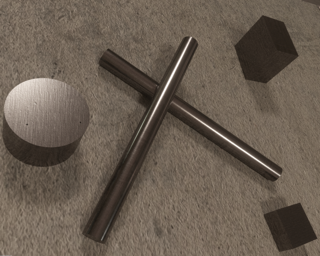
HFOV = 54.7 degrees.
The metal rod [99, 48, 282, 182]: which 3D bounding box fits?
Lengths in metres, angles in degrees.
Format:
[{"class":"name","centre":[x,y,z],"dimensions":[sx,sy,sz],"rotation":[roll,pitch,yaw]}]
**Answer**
[{"class":"metal rod","centre":[0.047,-0.015,0.440],"dimensions":[0.301,0.025,0.025],"rotation":[34,51,-6]}]

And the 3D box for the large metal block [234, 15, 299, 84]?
[{"class":"large metal block","centre":[0.188,-0.139,0.558],"dimensions":[0.050,0.080,0.080],"rotation":[6,59,-26]}]

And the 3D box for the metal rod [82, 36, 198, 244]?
[{"class":"metal rod","centre":[-0.010,-0.008,0.381],"dimensions":[0.025,0.025,0.300],"rotation":[31,59,-9]}]

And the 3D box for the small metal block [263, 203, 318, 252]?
[{"class":"small metal block","centre":[0.177,0.134,0.420],"dimensions":[0.050,0.025,0.050],"rotation":[-5,64,-31]}]

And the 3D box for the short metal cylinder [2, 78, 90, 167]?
[{"class":"short metal cylinder","centre":[-0.120,-0.005,0.327],"dimensions":[0.081,0.050,0.080],"rotation":[14,56,-21]}]
